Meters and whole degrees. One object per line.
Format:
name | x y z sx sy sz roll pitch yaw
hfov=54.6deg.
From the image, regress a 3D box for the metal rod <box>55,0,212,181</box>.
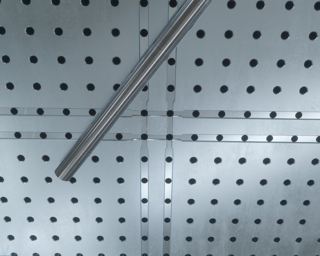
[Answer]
metal rod | -0.043 -0.044 0.396 0.025 0.025 0.299 37 106 -13
